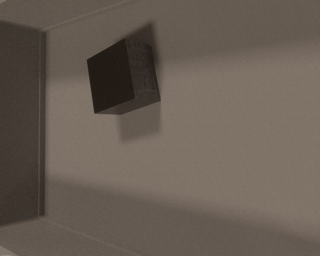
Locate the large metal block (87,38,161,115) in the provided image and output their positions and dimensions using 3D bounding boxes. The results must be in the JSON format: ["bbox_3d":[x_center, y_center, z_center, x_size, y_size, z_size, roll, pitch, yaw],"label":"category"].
[{"bbox_3d":[-0.052,-0.067,0.431,0.080,0.050,0.080,-16,80,38],"label":"large metal block"}]
